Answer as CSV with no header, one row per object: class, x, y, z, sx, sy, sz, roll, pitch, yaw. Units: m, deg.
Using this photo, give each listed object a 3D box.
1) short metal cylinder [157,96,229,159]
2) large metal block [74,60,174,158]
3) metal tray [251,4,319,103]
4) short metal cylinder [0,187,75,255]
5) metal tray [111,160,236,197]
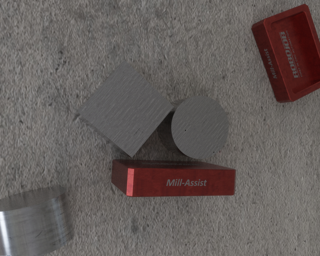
short metal cylinder,0.043,-0.001,0.412,0.081,0.050,0.079,0,90,-20
large metal block,-0.045,-0.022,0.379,0.080,0.050,0.080,43,77,-15
metal tray,0.206,-0.115,0.481,0.091,0.030,0.129,-25,99,-18
short metal cylinder,-0.136,0.099,0.330,0.081,0.080,0.050,-11,94,-20
metal tray,0.014,0.059,0.379,0.131,0.090,0.030,4,89,-20
